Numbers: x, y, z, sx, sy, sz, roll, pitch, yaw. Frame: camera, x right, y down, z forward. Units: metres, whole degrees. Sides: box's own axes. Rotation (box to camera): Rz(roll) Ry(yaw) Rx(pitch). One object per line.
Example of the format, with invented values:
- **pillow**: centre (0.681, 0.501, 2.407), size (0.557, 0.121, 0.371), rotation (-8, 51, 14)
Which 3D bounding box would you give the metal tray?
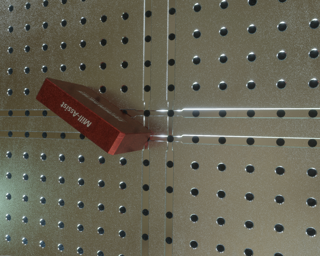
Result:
- **metal tray**: centre (-0.084, -0.016, 0.408), size (0.130, 0.090, 0.030), rotation (34, 101, 16)
